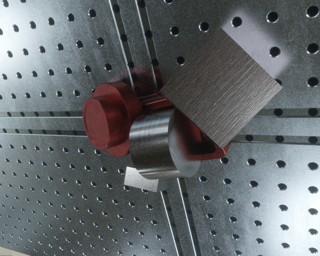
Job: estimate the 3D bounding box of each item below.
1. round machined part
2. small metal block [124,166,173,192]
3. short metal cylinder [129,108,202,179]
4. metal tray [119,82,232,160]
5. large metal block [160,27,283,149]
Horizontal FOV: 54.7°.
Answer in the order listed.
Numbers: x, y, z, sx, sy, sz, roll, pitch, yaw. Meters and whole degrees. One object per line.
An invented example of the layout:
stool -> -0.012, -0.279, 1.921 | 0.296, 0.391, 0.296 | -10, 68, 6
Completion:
round machined part -> -0.065, -0.009, 0.400 | 0.098, 0.042, 0.097 | 21, 119, 46
small metal block -> -0.015, 0.071, 0.439 | 0.050, 0.050, 0.025 | 8, 88, 25
short metal cylinder -> 0.009, 0.019, 0.362 | 0.050, 0.080, 0.080 | -10, 114, 31
metal tray -> 0.014, 0.001, 0.398 | 0.130, 0.030, 0.090 | -12, 113, 33
large metal block -> 0.057, -0.038, 0.311 | 0.080, 0.050, 0.080 | 43, 92, -3
